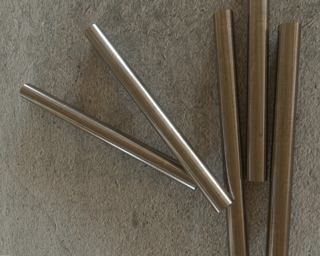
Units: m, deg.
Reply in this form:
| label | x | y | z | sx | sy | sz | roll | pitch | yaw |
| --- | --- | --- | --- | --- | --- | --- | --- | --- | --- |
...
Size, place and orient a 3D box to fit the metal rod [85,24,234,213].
| label | x | y | z | sx | sy | sz | roll | pitch | yaw |
| --- | --- | --- | --- | --- | --- | --- | --- | --- | --- |
| metal rod | -0.010 | -0.024 | 0.400 | 0.025 | 0.025 | 0.299 | -42 | 73 | 15 |

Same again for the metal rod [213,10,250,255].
| label | x | y | z | sx | sy | sz | roll | pitch | yaw |
| --- | --- | --- | --- | --- | --- | --- | --- | --- | --- |
| metal rod | 0.087 | 0.008 | 0.378 | 0.025 | 0.025 | 0.298 | -4 | 89 | 20 |

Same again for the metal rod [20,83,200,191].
| label | x | y | z | sx | sy | sz | roll | pitch | yaw |
| --- | --- | --- | --- | --- | --- | --- | --- | --- | --- |
| metal rod | -0.079 | 0.005 | 0.436 | 0.301 | 0.025 | 0.025 | 26 | 99 | 18 |

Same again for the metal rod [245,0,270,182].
| label | x | y | z | sx | sy | sz | roll | pitch | yaw |
| --- | --- | --- | --- | --- | --- | --- | --- | --- | --- |
| metal rod | 0.116 | -0.087 | 0.367 | 0.025 | 0.025 | 0.298 | 1 | 90 | 20 |

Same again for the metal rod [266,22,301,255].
| label | x | y | z | sx | sy | sz | roll | pitch | yaw |
| --- | --- | --- | --- | --- | --- | --- | --- | --- | --- |
| metal rod | 0.142 | 0.031 | 0.358 | 0.025 | 0.025 | 0.298 | 3 | 91 | 20 |
